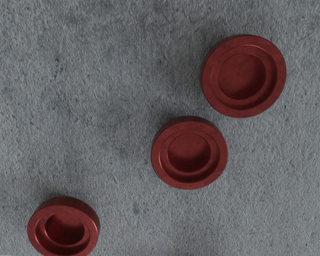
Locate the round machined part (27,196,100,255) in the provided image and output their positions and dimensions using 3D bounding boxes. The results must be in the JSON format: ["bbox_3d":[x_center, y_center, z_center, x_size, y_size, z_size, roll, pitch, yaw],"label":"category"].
[{"bbox_3d":[-0.136,0.141,0.451,0.099,0.042,0.097,0,110,0],"label":"round machined part"}]

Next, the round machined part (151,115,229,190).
[{"bbox_3d":[0.038,0.029,0.412,0.099,0.042,0.097,0,110,0],"label":"round machined part"}]

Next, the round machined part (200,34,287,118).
[{"bbox_3d":[0.097,-0.064,0.378,0.099,0.042,0.097,0,110,0],"label":"round machined part"}]
